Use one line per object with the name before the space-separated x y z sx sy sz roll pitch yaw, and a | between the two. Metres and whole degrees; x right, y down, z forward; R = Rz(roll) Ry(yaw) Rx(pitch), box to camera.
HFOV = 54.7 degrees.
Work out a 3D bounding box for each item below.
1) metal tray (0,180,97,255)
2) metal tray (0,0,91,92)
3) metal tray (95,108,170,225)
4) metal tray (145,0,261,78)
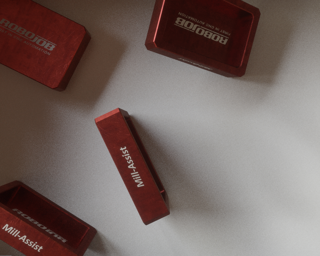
metal tray | -0.147 0.117 0.377 0.130 0.090 0.030 32 90 0
metal tray | -0.170 -0.116 0.407 0.130 0.030 0.090 26 90 0
metal tray | -0.030 0.042 0.378 0.030 0.090 0.129 -26 90 0
metal tray | 0.055 -0.123 0.382 0.131 0.030 0.089 13 92 -24
